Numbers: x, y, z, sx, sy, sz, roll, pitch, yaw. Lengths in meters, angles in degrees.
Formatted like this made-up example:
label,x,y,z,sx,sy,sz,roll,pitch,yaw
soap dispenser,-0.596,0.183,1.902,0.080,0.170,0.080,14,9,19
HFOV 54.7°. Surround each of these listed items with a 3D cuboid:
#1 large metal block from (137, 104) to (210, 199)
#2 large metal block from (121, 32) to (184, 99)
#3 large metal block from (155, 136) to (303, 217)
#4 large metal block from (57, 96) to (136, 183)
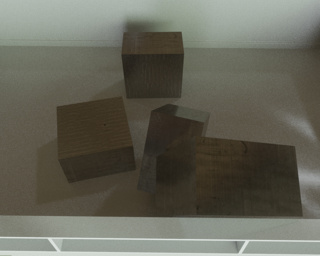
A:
label,x,y,z,sx,sy,sz,roll,pitch,yaw
large metal block,0.018,0.021,0.330,0.050,0.079,0.080,13,12,11
large metal block,-0.010,-0.089,0.444,0.081,0.080,0.050,-1,50,-1
large metal block,0.048,0.043,0.244,0.081,0.080,0.050,6,73,-18
large metal block,-0.078,0.013,0.378,0.081,0.050,0.080,-10,51,-9
